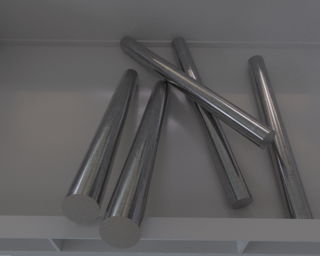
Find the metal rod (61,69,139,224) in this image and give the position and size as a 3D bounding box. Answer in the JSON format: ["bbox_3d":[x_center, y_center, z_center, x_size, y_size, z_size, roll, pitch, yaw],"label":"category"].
[{"bbox_3d":[-0.048,-0.012,0.338,0.025,0.025,0.300,1,26,1],"label":"metal rod"}]

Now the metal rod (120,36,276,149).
[{"bbox_3d":[0.031,-0.065,0.433,0.025,0.025,0.300,-30,48,-22],"label":"metal rod"}]

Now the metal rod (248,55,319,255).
[{"bbox_3d":[0.150,0.009,0.398,0.025,0.025,0.300,1,50,1],"label":"metal rod"}]

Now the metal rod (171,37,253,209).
[{"bbox_3d":[0.060,-0.031,0.430,0.025,0.025,0.300,-9,51,-7],"label":"metal rod"}]

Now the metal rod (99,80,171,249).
[{"bbox_3d":[-0.010,0.002,0.320,0.025,0.025,0.301,4,24,4],"label":"metal rod"}]
